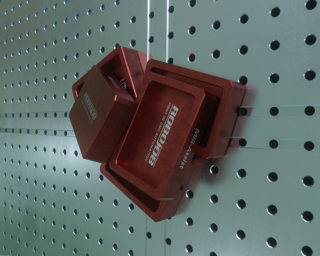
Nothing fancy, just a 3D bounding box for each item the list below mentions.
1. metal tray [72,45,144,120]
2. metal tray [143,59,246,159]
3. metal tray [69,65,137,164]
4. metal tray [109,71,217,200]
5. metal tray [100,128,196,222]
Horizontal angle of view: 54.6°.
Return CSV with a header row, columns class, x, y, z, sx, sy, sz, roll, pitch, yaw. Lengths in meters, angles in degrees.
class,x,y,z,sx,sy,sz,roll,pitch,yaw
metal tray,-0.078,-0.052,0.472,0.130,0.030,0.090,-28,72,37
metal tray,0.029,-0.027,0.382,0.130,0.030,0.089,25,105,38
metal tray,-0.084,-0.023,0.423,0.090,0.030,0.130,-60,34,14
metal tray,0.000,0.007,0.366,0.090,0.030,0.129,26,94,37
metal tray,-0.023,0.053,0.426,0.130,0.030,0.089,33,110,35
